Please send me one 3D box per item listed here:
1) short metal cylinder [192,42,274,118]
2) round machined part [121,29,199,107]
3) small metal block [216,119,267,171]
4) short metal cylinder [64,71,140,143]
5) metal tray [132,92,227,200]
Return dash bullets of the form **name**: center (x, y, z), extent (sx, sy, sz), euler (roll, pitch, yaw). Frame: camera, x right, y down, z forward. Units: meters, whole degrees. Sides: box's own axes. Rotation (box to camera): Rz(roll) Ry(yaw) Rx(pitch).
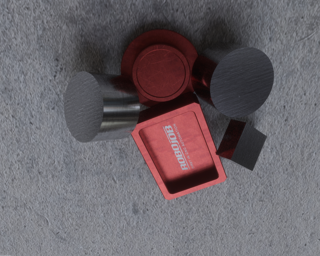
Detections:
- **short metal cylinder**: center (0.085, -0.058, 0.366), extent (0.081, 0.050, 0.079), euler (-7, 113, -17)
- **round machined part**: center (0.001, -0.069, 0.377), extent (0.099, 0.042, 0.097), euler (0, 110, 0)
- **small metal block**: center (0.106, 0.022, 0.401), extent (0.050, 0.025, 0.050), euler (27, 85, -37)
- **short metal cylinder**: center (-0.070, -0.024, 0.365), extent (0.050, 0.080, 0.079), euler (-4, 118, -46)
- **metal tray**: center (0.026, 0.028, 0.407), extent (0.090, 0.030, 0.129), euler (-21, 119, 7)
